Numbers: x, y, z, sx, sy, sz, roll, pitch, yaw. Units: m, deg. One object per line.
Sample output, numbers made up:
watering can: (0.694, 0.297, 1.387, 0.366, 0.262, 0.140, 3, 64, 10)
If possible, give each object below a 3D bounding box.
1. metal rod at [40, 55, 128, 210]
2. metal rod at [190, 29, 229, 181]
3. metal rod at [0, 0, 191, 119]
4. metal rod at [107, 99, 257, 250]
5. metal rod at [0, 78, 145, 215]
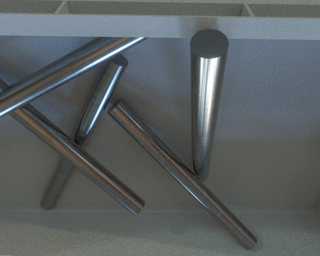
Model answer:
metal rod: (-0.116, 0.025, 0.428, 0.025, 0.025, 0.298, 22, 127, -18)
metal rod: (0.047, 0.008, 0.337, 0.025, 0.025, 0.299, -5, 155, 4)
metal rod: (-0.109, -0.057, 0.328, 0.301, 0.025, 0.025, -26, 126, 9)
metal rod: (0.041, 0.075, 0.434, 0.025, 0.025, 0.300, -35, 111, 25)
metal rod: (-0.129, 0.016, 0.391, 0.025, 0.025, 0.300, -34, 114, 25)
